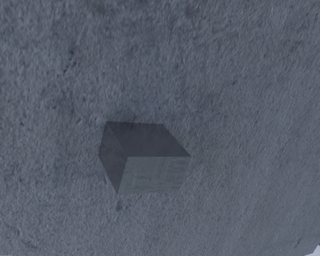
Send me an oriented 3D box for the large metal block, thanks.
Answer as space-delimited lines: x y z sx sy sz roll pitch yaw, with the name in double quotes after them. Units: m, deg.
-0.022 0.034 0.380 0.081 0.080 0.050 3 117 -30 "large metal block"
